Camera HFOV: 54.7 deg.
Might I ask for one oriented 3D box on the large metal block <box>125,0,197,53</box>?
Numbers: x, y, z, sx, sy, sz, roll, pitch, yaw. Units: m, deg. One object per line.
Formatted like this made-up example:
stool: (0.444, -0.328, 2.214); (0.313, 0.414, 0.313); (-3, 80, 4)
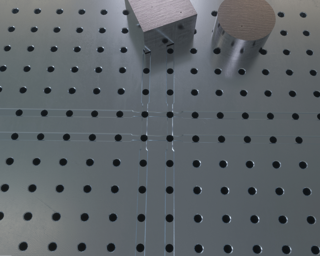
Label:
large metal block: (-0.001, -0.170, 0.461); (0.080, 0.050, 0.080); (-21, 72, -8)

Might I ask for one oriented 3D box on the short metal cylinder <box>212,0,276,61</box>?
short metal cylinder: (0.120, -0.147, 0.453); (0.081, 0.050, 0.080); (0, 70, 0)
